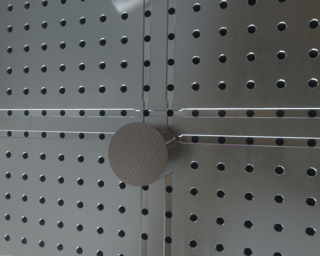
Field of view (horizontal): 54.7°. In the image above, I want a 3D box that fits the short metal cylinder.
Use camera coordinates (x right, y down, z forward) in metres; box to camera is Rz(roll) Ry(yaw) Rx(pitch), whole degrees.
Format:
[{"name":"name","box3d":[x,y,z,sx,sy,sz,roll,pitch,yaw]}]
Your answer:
[{"name":"short metal cylinder","box3d":[-0.020,0.032,0.406,0.080,0.050,0.079,0,90,20]}]
